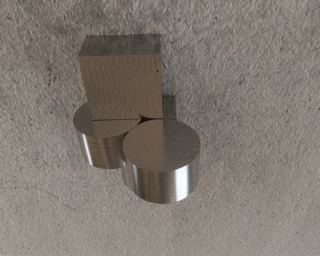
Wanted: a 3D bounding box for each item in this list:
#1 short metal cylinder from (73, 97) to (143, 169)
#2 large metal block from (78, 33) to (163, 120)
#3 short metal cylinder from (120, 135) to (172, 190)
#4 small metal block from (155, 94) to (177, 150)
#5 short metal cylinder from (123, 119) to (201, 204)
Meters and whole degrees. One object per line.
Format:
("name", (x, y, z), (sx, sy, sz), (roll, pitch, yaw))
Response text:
("short metal cylinder", (-0.059, 0.003, 0.376), (0.080, 0.080, 0.050), (-2, 130, 1))
("large metal block", (-0.039, -0.056, 0.345), (0.080, 0.050, 0.079), (-2, 130, 1))
("short metal cylinder", (-0.013, 0.041, 0.408), (0.081, 0.080, 0.050), (0, 130, 0))
("small metal block", (0.006, -0.008, 0.389), (0.025, 0.050, 0.050), (1, 130, -1))
("short metal cylinder", (0.003, 0.034, 0.337), (0.080, 0.080, 0.050), (-2, 130, 1))
